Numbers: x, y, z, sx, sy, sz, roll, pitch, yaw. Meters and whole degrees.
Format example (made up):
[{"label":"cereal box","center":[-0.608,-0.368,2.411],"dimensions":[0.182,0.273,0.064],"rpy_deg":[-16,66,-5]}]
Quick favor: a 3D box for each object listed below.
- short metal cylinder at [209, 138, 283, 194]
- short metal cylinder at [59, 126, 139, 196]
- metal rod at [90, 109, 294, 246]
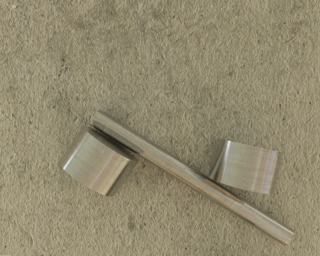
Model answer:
[{"label":"short metal cylinder","center":[0.105,0.046,0.384],"dimensions":[0.080,0.080,0.050],"rpy_deg":[13,90,-1]},{"label":"short metal cylinder","center":[-0.074,0.040,0.382],"dimensions":[0.080,0.080,0.050],"rpy_deg":[34,90,-1]},{"label":"metal rod","center":[0.042,0.065,0.410],"dimensions":[0.301,0.025,0.025],"rpy_deg":[32,90,-1]}]
